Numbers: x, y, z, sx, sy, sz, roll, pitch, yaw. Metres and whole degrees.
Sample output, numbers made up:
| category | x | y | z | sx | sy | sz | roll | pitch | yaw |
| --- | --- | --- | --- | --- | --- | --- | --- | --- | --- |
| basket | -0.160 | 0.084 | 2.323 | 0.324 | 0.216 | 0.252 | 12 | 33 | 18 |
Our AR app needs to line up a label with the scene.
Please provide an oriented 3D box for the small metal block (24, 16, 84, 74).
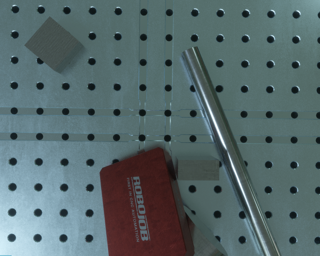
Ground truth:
| category | x | y | z | sx | sy | sz | roll | pitch | yaw |
| --- | --- | --- | --- | --- | --- | --- | --- | --- | --- |
| small metal block | -0.140 | -0.109 | 0.411 | 0.050 | 0.025 | 0.050 | 41 | 90 | -1 |

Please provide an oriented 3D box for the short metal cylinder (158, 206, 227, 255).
| category | x | y | z | sx | sy | sz | roll | pitch | yaw |
| --- | --- | --- | --- | --- | --- | --- | --- | --- | --- |
| short metal cylinder | 0.038 | 0.144 | 0.387 | 0.050 | 0.080 | 0.080 | -43 | 91 | 0 |

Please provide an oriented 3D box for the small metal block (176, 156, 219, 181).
| category | x | y | z | sx | sy | sz | roll | pitch | yaw |
| --- | --- | --- | --- | --- | --- | --- | --- | --- | --- |
| small metal block | 0.047 | 0.051 | 0.402 | 0.050 | 0.050 | 0.025 | 0 | 90 | -1 |

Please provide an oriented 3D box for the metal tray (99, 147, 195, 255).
| category | x | y | z | sx | sy | sz | roll | pitch | yaw |
| --- | --- | --- | --- | --- | --- | --- | --- | --- | --- |
| metal tray | -0.020 | 0.097 | 0.369 | 0.090 | 0.030 | 0.130 | -21 | 59 | 13 |

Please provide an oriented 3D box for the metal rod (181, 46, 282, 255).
| category | x | y | z | sx | sy | sz | roll | pitch | yaw |
| --- | --- | --- | --- | --- | --- | --- | --- | --- | --- |
| metal rod | 0.095 | 0.035 | 0.414 | 0.025 | 0.025 | 0.299 | -22 | 90 | 0 |
